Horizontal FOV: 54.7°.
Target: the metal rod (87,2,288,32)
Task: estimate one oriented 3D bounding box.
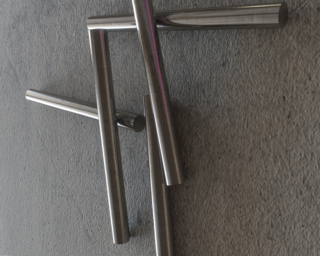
[{"bbox_3d":[0.008,-0.138,0.398,0.300,0.025,0.025,13,99,39],"label":"metal rod"}]

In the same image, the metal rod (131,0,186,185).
[{"bbox_3d":[-0.007,-0.078,0.387,0.025,0.025,0.298,-10,91,39],"label":"metal rod"}]

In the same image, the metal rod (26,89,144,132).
[{"bbox_3d":[-0.142,-0.036,0.522,0.300,0.025,0.025,15,100,39],"label":"metal rod"}]

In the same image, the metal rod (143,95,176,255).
[{"bbox_3d":[0.002,0.105,0.403,0.025,0.025,0.298,-8,85,40],"label":"metal rod"}]

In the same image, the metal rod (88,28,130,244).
[{"bbox_3d":[-0.070,0.016,0.434,0.025,0.025,0.298,1,99,40],"label":"metal rod"}]
